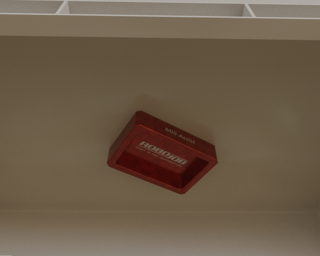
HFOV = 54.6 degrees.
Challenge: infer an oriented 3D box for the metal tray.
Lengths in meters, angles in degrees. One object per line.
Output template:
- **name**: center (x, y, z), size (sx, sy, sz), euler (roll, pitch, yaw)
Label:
- **metal tray**: center (0.003, 0.039, 0.438), size (0.131, 0.030, 0.090), euler (25, 126, -20)
